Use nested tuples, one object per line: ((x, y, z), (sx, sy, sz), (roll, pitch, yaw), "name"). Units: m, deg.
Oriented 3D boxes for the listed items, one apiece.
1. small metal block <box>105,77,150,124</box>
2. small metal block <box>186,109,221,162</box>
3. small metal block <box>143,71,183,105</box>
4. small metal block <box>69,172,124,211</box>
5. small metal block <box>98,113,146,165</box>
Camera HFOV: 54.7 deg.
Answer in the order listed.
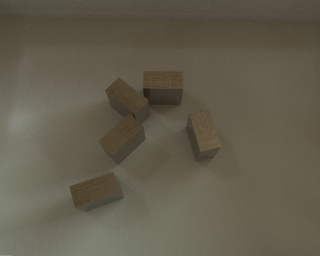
((-0.041, -0.032, 0.408), (0.050, 0.050, 0.025), (39, 75, 13), "small metal block")
((0.054, 0.010, 0.393), (0.025, 0.050, 0.050), (-13, 71, -4), "small metal block")
((0.004, -0.053, 0.415), (0.050, 0.050, 0.025), (1, 70, 0), "small metal block")
((-0.073, 0.077, 0.368), (0.050, 0.050, 0.025), (-18, 71, -7), "small metal block")
((-0.046, 0.015, 0.390), (0.025, 0.050, 0.050), (43, 75, 14), "small metal block")
